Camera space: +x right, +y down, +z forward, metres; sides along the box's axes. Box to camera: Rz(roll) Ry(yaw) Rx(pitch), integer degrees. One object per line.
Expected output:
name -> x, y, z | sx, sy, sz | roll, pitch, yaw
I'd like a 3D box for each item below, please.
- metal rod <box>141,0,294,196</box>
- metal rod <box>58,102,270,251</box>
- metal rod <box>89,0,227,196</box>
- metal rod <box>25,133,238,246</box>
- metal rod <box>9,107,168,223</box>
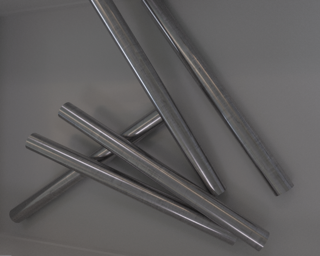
metal rod -> 0.064, -0.051, 0.387 | 0.025, 0.025, 0.299 | -36, 79, 16
metal rod -> -0.006, 0.052, 0.388 | 0.300, 0.025, 0.025 | 32, 100, 14
metal rod -> -0.006, -0.048, 0.382 | 0.025, 0.025, 0.299 | -31, 92, 17
metal rod -> -0.044, 0.075, 0.406 | 0.301, 0.025, 0.025 | 23, 98, 11
metal rod -> -0.108, 0.058, 0.448 | 0.300, 0.025, 0.025 | -34, 79, 16
